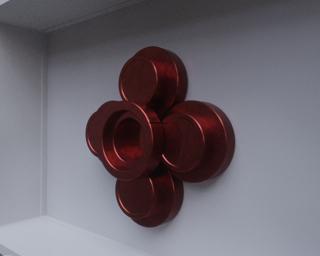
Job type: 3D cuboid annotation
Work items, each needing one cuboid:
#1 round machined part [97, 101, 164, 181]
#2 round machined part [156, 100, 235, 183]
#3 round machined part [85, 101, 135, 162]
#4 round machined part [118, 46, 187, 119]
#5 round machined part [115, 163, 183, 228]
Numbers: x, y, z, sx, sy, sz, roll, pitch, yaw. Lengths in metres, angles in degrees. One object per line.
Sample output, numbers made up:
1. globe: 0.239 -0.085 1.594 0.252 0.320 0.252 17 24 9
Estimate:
1. round machined part: -0.032 0.015 0.392 0.098 0.042 0.097 0 90 40
2. round machined part: 0.034 0.016 0.365 0.098 0.042 0.097 0 90 40
3. round machined part: -0.071 0.009 0.452 0.098 0.042 0.097 0 90 40
4. round machined part: -0.016 -0.058 0.405 0.098 0.042 0.097 0 90 40
5. round machined part: -0.021 0.082 0.411 0.098 0.042 0.097 -2 87 39
